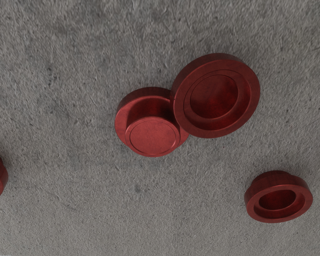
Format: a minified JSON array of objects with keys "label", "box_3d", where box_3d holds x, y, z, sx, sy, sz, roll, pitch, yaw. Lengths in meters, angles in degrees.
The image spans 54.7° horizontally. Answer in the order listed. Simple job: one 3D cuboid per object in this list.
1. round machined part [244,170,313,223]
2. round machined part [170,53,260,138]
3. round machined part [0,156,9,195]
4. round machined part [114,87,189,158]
[{"label":"round machined part","box_3d":[0.182,0.104,0.486,0.099,0.042,0.097,0,130,0]},{"label":"round machined part","box_3d":[0.059,-0.039,0.354,0.099,0.042,0.097,-6,124,-9]},{"label":"round machined part","box_3d":[-0.269,0.060,0.445,0.099,0.042,0.097,0,130,0]},{"label":"round machined part","box_3d":[-0.009,0.000,0.396,0.099,0.042,0.097,0,130,0]}]
